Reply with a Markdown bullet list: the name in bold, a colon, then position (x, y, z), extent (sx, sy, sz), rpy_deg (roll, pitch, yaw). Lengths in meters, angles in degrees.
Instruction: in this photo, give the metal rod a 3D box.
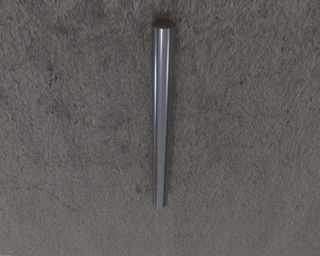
- **metal rod**: position (0.002, 0.008, 0.413), extent (0.025, 0.025, 0.298), rpy_deg (1, 130, -1)
